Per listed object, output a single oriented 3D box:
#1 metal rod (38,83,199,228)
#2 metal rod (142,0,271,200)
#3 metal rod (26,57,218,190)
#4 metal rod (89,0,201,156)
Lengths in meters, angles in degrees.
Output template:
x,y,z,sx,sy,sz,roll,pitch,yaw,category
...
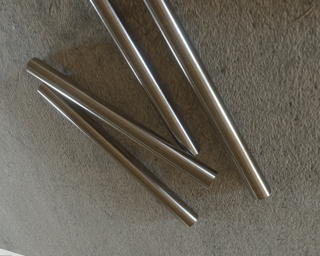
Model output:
x,y,z,sx,sy,sz,roll,pitch,yaw,category
-0.061,0.039,0.462,0.300,0.025,0.025,43,129,-2,metal rod
0.052,-0.041,0.353,0.025,0.025,0.299,-21,108,36,metal rod
-0.060,-0.014,0.410,0.300,0.025,0.025,32,129,15,metal rod
-0.033,-0.091,0.367,0.025,0.025,0.299,-21,107,36,metal rod
